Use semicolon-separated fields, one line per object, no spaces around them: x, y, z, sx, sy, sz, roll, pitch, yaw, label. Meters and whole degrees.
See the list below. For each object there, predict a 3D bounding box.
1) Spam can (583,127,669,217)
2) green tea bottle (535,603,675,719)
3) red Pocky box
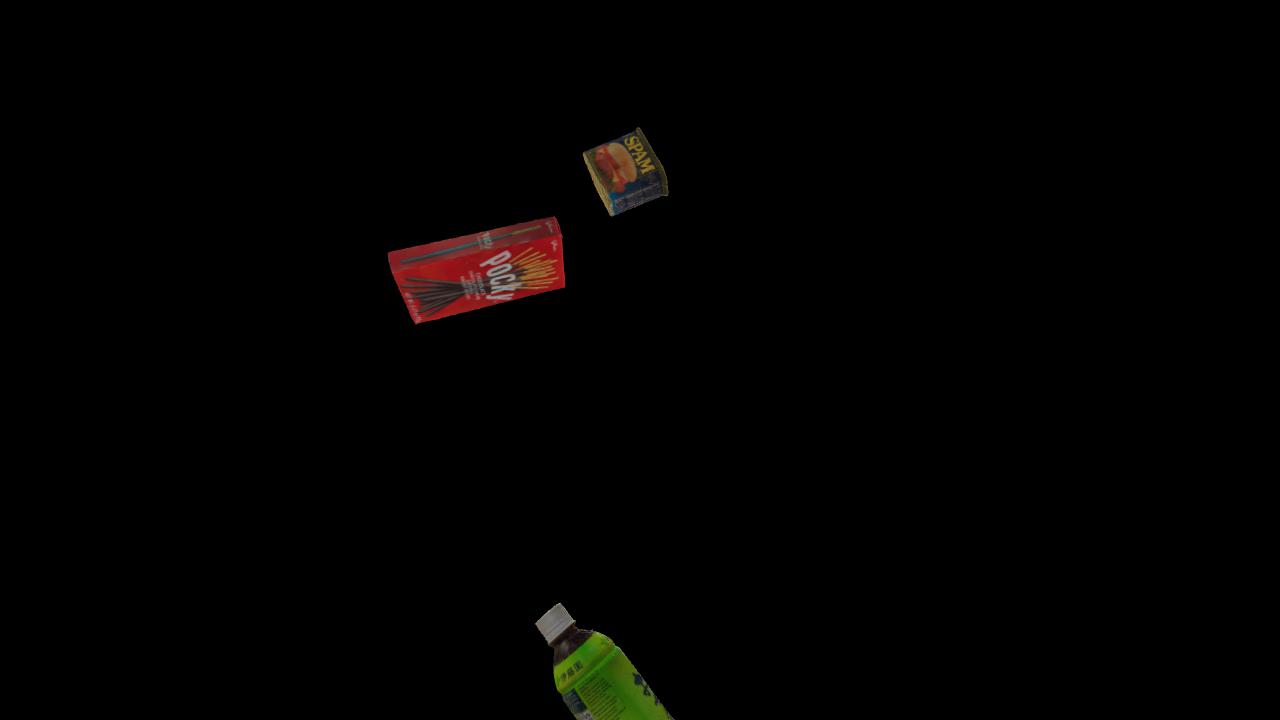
-0.020;-0.253;0.834;0.085;0.101;0.058;-23;-27;-3;Spam can
-0.023;0.323;0.573;0.073;0.212;0.073;-39;-13;-10;green tea bottle
-0.148;-0.084;0.582;0.155;0.028;0.083;-16;-29;-12;red Pocky box
